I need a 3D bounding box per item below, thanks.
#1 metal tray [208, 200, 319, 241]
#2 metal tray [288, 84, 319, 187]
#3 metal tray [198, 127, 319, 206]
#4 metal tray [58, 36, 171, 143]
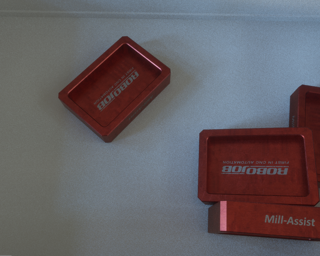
[{"bbox_3d":[0.124,0.104,0.338,0.131,0.090,0.030,4,70,1],"label":"metal tray"},{"bbox_3d":[0.219,0.013,0.404,0.091,0.030,0.130,10,70,3],"label":"metal tray"},{"bbox_3d":[0.114,0.047,0.372,0.130,0.030,0.090,-2,69,15],"label":"metal tray"},{"bbox_3d":[-0.059,-0.055,0.426,0.090,0.030,0.130,40,74,13],"label":"metal tray"}]
